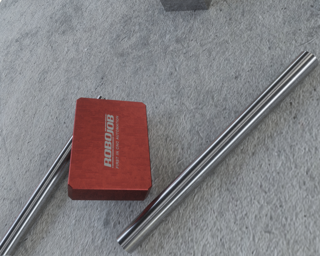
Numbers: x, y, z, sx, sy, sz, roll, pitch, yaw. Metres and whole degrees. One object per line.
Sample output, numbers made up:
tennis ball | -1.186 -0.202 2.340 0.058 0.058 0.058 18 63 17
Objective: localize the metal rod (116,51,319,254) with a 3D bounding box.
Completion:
metal rod | 0.067 0.025 0.352 0.300 0.025 0.025 -45 51 -3

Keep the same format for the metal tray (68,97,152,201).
metal tray | -0.061 0.023 0.381 0.091 0.030 0.130 4 52 -13

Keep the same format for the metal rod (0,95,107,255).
metal rod | -0.158 0.083 0.433 0.025 0.025 0.300 20 72 35

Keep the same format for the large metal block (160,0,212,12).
large metal block | 0.048 -0.241 0.509 0.080 0.050 0.080 11 67 32

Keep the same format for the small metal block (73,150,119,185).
small metal block | -0.077 0.056 0.392 0.050 0.050 0.025 -22 54 14
